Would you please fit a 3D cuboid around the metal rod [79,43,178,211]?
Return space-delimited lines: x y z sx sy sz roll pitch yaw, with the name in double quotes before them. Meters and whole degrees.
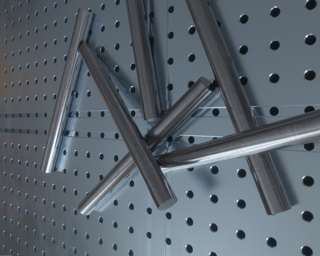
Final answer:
"metal rod" -0.056 -0.022 0.432 0.025 0.025 0.299 -51 53 28

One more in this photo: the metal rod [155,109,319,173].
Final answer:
"metal rod" 0.076 0.018 0.314 0.299 0.025 0.025 -21 76 48

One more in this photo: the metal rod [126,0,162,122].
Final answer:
"metal rod" -0.033 -0.157 0.437 0.025 0.025 0.299 -15 80 39

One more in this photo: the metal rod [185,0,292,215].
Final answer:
"metal rod" 0.076 -0.055 0.347 0.025 0.025 0.299 -28 72 36

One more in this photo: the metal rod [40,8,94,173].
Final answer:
"metal rod" -0.168 -0.057 0.549 0.025 0.025 0.298 30 109 36

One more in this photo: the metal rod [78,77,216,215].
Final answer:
"metal rod" -0.034 0.041 0.438 0.299 0.025 0.025 -46 63 30
